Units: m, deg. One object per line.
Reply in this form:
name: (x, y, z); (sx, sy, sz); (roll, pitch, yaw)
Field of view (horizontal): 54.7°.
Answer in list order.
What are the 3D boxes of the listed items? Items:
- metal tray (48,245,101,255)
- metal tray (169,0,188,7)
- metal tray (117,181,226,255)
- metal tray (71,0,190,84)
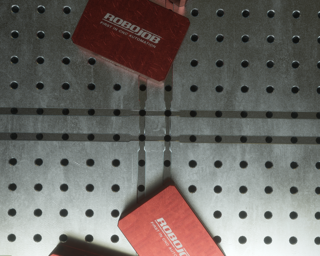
metal tray: (-0.091, 0.219, 0.409); (0.131, 0.030, 0.090); (16, 90, -1)
metal tray: (0.001, -0.237, 0.411); (0.130, 0.030, 0.090); (33, 90, -1)
metal tray: (0.017, 0.148, 0.411); (0.090, 0.030, 0.130); (-35, 90, -1)
metal tray: (-0.037, -0.125, 0.410); (0.131, 0.030, 0.090); (24, 90, -1)
